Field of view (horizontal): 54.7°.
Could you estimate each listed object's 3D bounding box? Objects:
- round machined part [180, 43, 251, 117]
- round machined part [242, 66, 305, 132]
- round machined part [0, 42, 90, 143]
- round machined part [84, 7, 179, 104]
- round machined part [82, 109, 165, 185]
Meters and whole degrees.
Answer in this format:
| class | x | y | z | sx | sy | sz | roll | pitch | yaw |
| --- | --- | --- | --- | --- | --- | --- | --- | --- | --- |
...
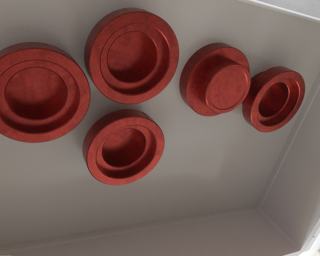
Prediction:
| class | x | y | z | sx | sy | sz | roll | pitch | yaw |
| --- | --- | --- | --- | --- | --- | --- | --- | --- | --- |
| round machined part | 0.079 | -0.058 | 0.407 | 0.099 | 0.042 | 0.097 | -14 | 125 | -21 |
| round machined part | 0.162 | -0.045 | 0.461 | 0.099 | 0.042 | 0.097 | -14 | 125 | -21 |
| round machined part | -0.123 | -0.037 | 0.308 | 0.099 | 0.042 | 0.097 | -14 | 125 | -21 |
| round machined part | -0.033 | -0.078 | 0.333 | 0.099 | 0.042 | 0.097 | -14 | 125 | -21 |
| round machined part | -0.047 | 0.020 | 0.385 | 0.099 | 0.042 | 0.097 | -14 | 125 | -21 |
